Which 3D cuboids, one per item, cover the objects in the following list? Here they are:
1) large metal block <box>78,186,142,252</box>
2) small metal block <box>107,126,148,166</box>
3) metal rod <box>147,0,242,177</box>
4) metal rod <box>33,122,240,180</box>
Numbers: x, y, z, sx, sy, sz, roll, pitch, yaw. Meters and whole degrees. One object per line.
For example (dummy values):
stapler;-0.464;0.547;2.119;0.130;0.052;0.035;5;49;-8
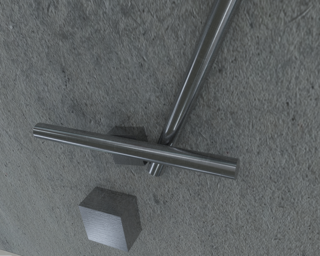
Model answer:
large metal block;-0.082;0.154;0.527;0.080;0.050;0.079;8;122;24
small metal block;-0.044;0.026;0.444;0.050;0.025;0.050;0;119;27
metal rod;0.037;-0.050;0.355;0.025;0.025;0.298;29;128;9
metal rod;-0.048;0.025;0.413;0.301;0.025;0.025;9;122;24
